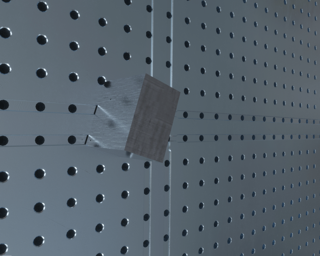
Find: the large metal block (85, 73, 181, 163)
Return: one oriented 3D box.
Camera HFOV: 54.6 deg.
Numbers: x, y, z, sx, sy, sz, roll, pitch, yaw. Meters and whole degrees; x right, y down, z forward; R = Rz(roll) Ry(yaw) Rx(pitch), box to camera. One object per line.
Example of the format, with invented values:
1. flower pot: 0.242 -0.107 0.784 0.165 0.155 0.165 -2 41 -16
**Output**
1. large metal block: -0.031 -0.009 0.346 0.050 0.080 0.080 24 75 -38
